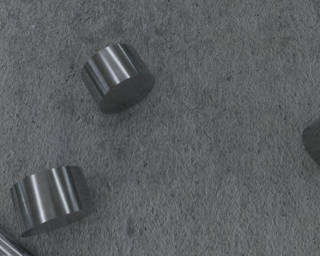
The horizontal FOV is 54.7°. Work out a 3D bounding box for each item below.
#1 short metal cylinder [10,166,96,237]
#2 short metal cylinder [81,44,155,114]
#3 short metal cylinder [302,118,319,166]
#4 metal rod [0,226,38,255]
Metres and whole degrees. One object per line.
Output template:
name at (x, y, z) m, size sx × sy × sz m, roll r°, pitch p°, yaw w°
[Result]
short metal cylinder at (-0.119, 0.082, 0.348) m, size 0.080 × 0.080 × 0.050 m, roll -21°, pitch 72°, yaw -8°
short metal cylinder at (-0.054, -0.062, 0.401) m, size 0.080 × 0.080 × 0.050 m, roll -30°, pitch 73°, yaw -10°
short metal cylinder at (0.223, 0.017, 0.374) m, size 0.050 × 0.080 × 0.080 m, roll -34°, pitch 74°, yaw -11°
metal rod at (-0.158, 0.148, 0.352) m, size 0.301 × 0.025 × 0.025 m, roll 32°, pitch 73°, yaw 11°
